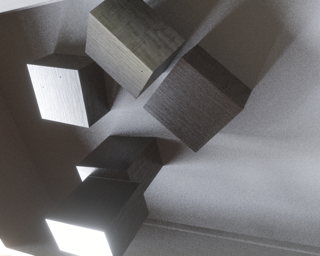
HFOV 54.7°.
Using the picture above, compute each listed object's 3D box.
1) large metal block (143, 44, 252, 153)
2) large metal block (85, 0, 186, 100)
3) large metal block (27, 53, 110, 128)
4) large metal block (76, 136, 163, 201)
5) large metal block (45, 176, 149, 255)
[{"bbox_3d":[0.041,-0.033,0.350,0.080,0.050,0.080,41,129,0],"label":"large metal block"},{"bbox_3d":[-0.031,-0.087,0.332,0.080,0.050,0.080,43,159,-2],"label":"large metal block"},{"bbox_3d":[-0.122,-0.053,0.422,0.080,0.050,0.079,10,123,22],"label":"large metal block"},{"bbox_3d":[-0.053,0.053,0.432,0.080,0.080,0.050,0,119,28],"label":"large metal block"},{"bbox_3d":[-0.071,0.106,0.371,0.080,0.080,0.050,2,120,27],"label":"large metal block"}]
